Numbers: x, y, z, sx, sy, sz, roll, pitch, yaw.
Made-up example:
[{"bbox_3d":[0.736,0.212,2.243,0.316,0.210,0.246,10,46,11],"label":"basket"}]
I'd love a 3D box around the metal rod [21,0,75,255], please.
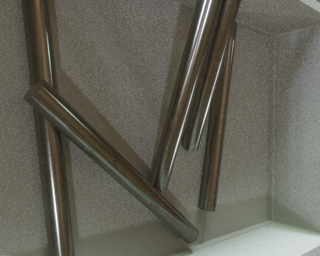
[{"bbox_3d":[-0.113,-0.002,0.313,0.025,0.025,0.298,-8,95,-40],"label":"metal rod"}]

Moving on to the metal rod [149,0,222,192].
[{"bbox_3d":[0.032,-0.057,0.356,0.025,0.025,0.298,-4,118,-40],"label":"metal rod"}]

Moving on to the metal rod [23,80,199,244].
[{"bbox_3d":[-0.033,0.060,0.361,0.300,0.025,0.025,50,60,-35],"label":"metal rod"}]

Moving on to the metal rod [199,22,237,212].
[{"bbox_3d":[0.092,-0.023,0.486,0.025,0.025,0.298,14,81,-40],"label":"metal rod"}]

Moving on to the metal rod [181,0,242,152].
[{"bbox_3d":[0.069,-0.099,0.373,0.025,0.025,0.298,-17,131,-39],"label":"metal rod"}]
